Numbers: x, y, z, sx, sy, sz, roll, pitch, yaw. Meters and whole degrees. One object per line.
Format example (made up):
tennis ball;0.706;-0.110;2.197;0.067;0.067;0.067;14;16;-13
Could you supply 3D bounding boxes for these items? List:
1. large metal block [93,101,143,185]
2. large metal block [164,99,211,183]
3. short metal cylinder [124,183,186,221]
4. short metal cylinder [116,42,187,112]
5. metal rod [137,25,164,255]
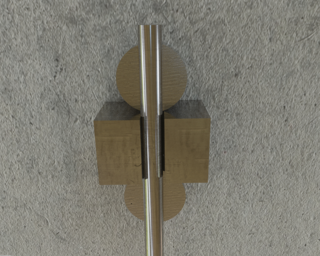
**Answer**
large metal block;-0.047;0.015;0.387;0.050;0.080;0.079;-1;110;0
large metal block;0.030;0.013;0.387;0.050;0.080;0.079;-1;110;0
short metal cylinder;-0.007;0.082;0.428;0.081;0.050;0.079;0;110;0
short metal cylinder;-0.009;-0.064;0.374;0.081;0.050;0.079;0;110;0
metal rod;-0.009;0.034;0.369;0.025;0.025;0.298;-1;110;0
